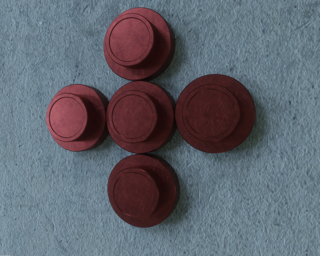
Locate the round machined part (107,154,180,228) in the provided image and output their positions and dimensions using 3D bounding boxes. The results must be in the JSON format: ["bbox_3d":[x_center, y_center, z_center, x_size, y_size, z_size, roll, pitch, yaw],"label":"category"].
[{"bbox_3d":[-0.026,0.083,0.409,0.098,0.042,0.097,0,90,19],"label":"round machined part"}]

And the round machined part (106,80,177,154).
[{"bbox_3d":[-0.028,-0.015,0.410,0.098,0.042,0.097,0,90,19],"label":"round machined part"}]

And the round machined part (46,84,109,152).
[{"bbox_3d":[-0.121,-0.014,0.443,0.098,0.042,0.097,0,90,19],"label":"round machined part"}]

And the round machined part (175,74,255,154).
[{"bbox_3d":[0.065,-0.017,0.378,0.098,0.042,0.097,0,90,19],"label":"round machined part"}]

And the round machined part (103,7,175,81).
[{"bbox_3d":[-0.032,-0.112,0.412,0.098,0.042,0.097,0,90,19],"label":"round machined part"}]
